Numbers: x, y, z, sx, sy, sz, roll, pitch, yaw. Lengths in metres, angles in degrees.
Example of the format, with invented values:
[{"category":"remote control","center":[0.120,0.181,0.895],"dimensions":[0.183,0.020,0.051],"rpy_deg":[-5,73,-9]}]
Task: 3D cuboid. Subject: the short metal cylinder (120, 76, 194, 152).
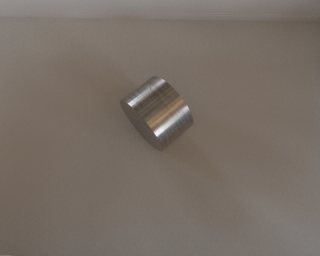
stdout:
[{"category":"short metal cylinder","center":[-0.004,-0.017,0.384],"dimensions":[0.050,0.080,0.080],"rpy_deg":[-40,75,-13]}]
